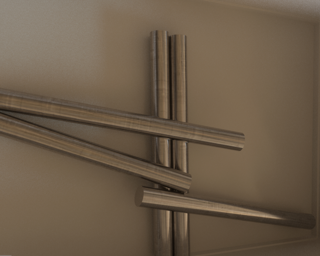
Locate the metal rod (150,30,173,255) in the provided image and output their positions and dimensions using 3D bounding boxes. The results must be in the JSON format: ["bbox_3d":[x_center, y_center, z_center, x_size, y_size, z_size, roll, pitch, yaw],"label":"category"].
[{"bbox_3d":[0.002,0.024,0.409,0.025,0.025,0.298,-1,91,-20],"label":"metal rod"}]

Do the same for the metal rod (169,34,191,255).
[{"bbox_3d":[0.026,0.026,0.418,0.025,0.025,0.298,-1,91,-20],"label":"metal rod"}]

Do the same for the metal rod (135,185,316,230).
[{"bbox_3d":[0.107,0.115,0.432,0.302,0.025,0.025,15,85,-25],"label":"metal rod"}]

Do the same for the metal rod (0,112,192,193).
[{"bbox_3d":[-0.103,0.021,0.358,0.302,0.025,0.025,20,83,-14],"label":"metal rod"}]

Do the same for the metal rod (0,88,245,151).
[{"bbox_3d":[-0.039,-0.007,0.375,0.302,0.025,0.025,10,87,-13],"label":"metal rod"}]
